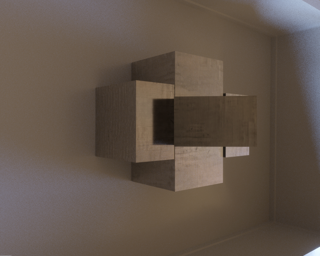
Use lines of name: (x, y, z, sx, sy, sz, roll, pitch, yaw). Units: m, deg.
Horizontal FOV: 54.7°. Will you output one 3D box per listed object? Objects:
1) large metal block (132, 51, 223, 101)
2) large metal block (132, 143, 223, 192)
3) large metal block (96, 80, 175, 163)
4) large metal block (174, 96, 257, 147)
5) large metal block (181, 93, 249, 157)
large metal block: (0.021, -0.058, 0.387, 0.081, 0.080, 0.050, 0, 91, -40)
large metal block: (0.021, 0.043, 0.387, 0.081, 0.080, 0.050, 0, 91, -40)
large metal block: (-0.030, -0.007, 0.345, 0.050, 0.080, 0.080, 0, 90, -40)
large metal block: (0.058, -0.007, 0.344, 0.080, 0.080, 0.050, -4, 94, -85)
large metal block: (0.074, -0.004, 0.429, 0.050, 0.080, 0.080, 0, 90, -41)
